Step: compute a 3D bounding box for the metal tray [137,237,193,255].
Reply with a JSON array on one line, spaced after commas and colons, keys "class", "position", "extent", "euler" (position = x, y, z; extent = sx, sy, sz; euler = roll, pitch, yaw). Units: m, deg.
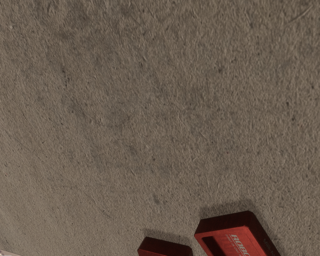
[{"class": "metal tray", "position": [0.018, 0.259, 0.553], "extent": [0.090, 0.030, 0.129], "euler": [3, 120, 26]}]

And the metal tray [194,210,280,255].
[{"class": "metal tray", "position": [0.121, 0.186, 0.453], "extent": [0.090, 0.030, 0.130], "euler": [-25, 106, 36]}]
